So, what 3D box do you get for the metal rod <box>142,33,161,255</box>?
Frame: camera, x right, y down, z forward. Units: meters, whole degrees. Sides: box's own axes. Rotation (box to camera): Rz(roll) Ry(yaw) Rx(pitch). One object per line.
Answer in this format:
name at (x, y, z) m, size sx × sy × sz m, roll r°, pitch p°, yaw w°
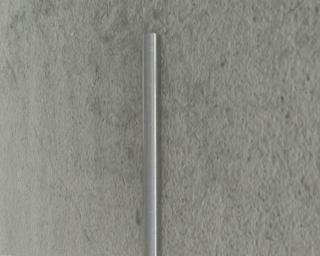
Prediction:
metal rod at (-0.011, 0.027, 0.411) m, size 0.025 × 0.025 × 0.298 m, roll 0°, pitch 90°, yaw 39°
